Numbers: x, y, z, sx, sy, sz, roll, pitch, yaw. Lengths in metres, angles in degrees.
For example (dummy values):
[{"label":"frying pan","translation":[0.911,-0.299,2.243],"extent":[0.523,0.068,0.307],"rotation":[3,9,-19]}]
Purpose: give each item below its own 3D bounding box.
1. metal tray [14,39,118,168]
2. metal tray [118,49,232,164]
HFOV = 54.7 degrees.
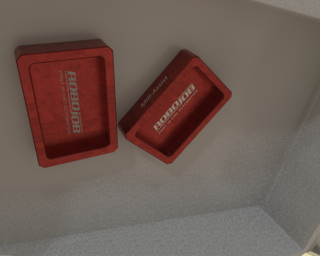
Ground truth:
[{"label":"metal tray","translation":[-0.096,-0.025,0.337],"extent":[0.091,0.030,0.129],"rotation":[-12,124,-22]},{"label":"metal tray","translation":[0.021,-0.023,0.402],"extent":[0.130,0.030,0.090],"rotation":[-49,129,6]}]
